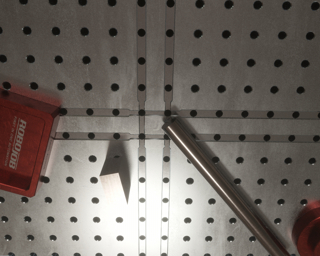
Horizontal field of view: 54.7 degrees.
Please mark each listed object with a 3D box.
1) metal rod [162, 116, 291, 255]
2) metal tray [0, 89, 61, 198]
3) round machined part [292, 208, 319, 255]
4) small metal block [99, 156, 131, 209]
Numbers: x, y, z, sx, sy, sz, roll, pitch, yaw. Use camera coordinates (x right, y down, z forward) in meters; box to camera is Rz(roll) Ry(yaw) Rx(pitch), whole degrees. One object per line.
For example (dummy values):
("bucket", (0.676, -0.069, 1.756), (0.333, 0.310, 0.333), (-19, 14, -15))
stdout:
("metal rod", (0.106, 0.102, 0.452), (0.025, 0.025, 0.300), (-37, 107, 12))
("metal tray", (-0.196, 0.022, 0.416), (0.091, 0.030, 0.129), (18, 109, -7))
("round machined part", (0.259, 0.173, 0.472), (0.099, 0.042, 0.097), (0, 110, -1))
("small metal block", (-0.060, 0.074, 0.426), (0.025, 0.050, 0.050), (-11, 110, 4))
